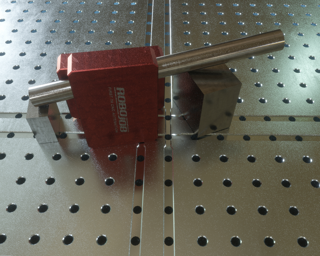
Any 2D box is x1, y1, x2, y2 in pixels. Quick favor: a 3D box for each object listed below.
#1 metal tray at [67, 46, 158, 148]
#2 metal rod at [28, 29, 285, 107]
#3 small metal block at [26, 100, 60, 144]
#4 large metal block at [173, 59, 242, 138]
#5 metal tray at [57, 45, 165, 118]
[{"bbox_3d":[-0.049,-0.030,0.364,0.091,0.129,0.030,-7,51,-7],"label":"metal tray"},{"bbox_3d":[-0.004,-0.071,0.369,0.302,0.025,0.025,-13,51,1],"label":"metal rod"},{"bbox_3d":[-0.150,-0.016,0.402,0.025,0.050,0.050,-6,51,-6],"label":"small metal block"},{"bbox_3d":[0.058,-0.048,0.412,0.050,0.080,0.080,-18,53,-15],"label":"large metal block"},{"bbox_3d":[-0.060,-0.059,0.413,0.131,0.089,0.030,-7,52,-6],"label":"metal tray"}]
